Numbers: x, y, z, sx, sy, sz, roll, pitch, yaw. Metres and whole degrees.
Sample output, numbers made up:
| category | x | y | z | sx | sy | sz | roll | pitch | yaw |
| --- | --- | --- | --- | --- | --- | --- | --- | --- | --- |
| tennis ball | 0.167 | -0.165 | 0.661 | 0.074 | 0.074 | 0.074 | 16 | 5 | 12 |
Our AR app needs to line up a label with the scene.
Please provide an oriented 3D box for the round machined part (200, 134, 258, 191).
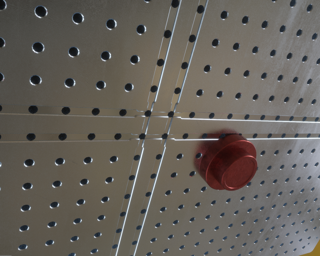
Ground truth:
| category | x | y | z | sx | sy | sz | roll | pitch | yaw |
| --- | --- | --- | --- | --- | --- | --- | --- | --- | --- |
| round machined part | 0.117 | 0.062 | 0.502 | 0.099 | 0.042 | 0.097 | -14 | 124 | -21 |
